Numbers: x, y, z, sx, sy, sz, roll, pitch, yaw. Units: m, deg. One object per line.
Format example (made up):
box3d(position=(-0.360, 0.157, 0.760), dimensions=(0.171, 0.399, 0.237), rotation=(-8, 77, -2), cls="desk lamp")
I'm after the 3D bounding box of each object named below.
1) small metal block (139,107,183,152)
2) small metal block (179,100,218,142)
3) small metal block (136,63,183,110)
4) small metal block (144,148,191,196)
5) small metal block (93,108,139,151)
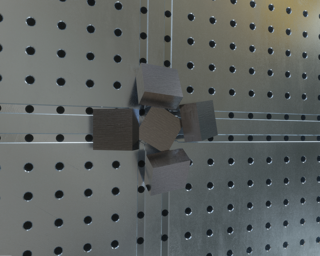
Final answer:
box3d(position=(-0.004, 0.001, 0.412), dimensions=(0.050, 0.025, 0.050), rotation=(33, 79, -18), cls="small metal block")
box3d(position=(0.053, -0.010, 0.421), dimensions=(0.050, 0.025, 0.050), rotation=(-14, 96, -55), cls="small metal block")
box3d(position=(-0.002, -0.054, 0.400), dimensions=(0.050, 0.025, 0.050), rotation=(7, 52, -20), cls="small metal block")
box3d(position=(0.009, 0.057, 0.404), dimensions=(0.050, 0.025, 0.050), rotation=(-10, 129, -20), cls="small metal block")
box3d(position=(-0.054, 0.002, 0.381), dimensions=(0.050, 0.025, 0.050), rotation=(0, 90, 14), cls="small metal block")
